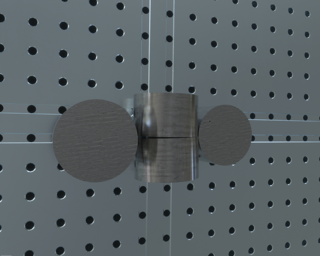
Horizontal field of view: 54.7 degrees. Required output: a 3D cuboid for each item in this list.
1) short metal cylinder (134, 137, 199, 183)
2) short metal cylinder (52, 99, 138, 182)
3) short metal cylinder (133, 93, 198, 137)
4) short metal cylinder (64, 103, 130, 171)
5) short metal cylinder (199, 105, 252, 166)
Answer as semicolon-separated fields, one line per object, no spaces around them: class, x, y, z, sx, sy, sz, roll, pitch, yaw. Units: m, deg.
short metal cylinder;0.008;0.036;0.386;0.081;0.080;0.050;-1;91;-20
short metal cylinder;-0.068;0.012;0.319;0.081;0.050;0.079;0;90;-20
short metal cylinder;0.007;-0.015;0.386;0.081;0.080;0.050;1;91;-20
short metal cylinder;-0.074;0.008;0.372;0.081;0.050;0.079;0;90;-20
short metal cylinder;0.078;0.009;0.427;0.081;0.050;0.079;0;90;-20
